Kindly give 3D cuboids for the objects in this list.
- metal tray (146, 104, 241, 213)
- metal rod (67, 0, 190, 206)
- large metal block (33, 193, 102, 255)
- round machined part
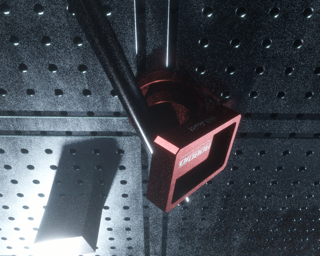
[{"bbox_3d":[0.043,0.032,0.372,0.030,0.131,0.089,30,128,31],"label":"metal tray"},{"bbox_3d":[-0.019,-0.007,0.349,0.025,0.025,0.299,-15,129,12],"label":"metal rod"},{"bbox_3d":[-0.148,0.161,0.511,0.080,0.080,0.050,-12,129,10],"label":"large metal block"},{"bbox_3d":[0.008,-0.018,0.385,0.099,0.042,0.097,0,131,0],"label":"round machined part"}]
